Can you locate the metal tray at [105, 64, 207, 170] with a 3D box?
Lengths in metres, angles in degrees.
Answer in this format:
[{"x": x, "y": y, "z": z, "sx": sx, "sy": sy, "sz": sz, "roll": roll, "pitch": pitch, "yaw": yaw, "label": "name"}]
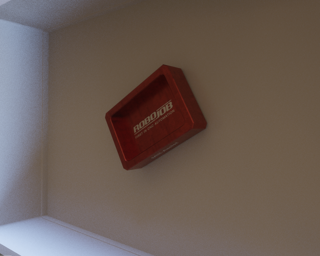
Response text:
[{"x": -0.011, "y": -0.010, "z": 0.410, "sx": 0.130, "sy": 0.030, "sz": 0.090, "roll": -35, "pitch": 69, "yaw": 34, "label": "metal tray"}]
